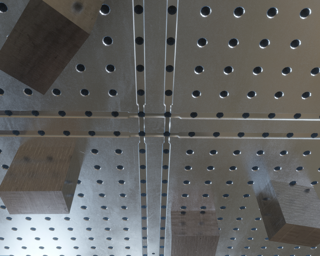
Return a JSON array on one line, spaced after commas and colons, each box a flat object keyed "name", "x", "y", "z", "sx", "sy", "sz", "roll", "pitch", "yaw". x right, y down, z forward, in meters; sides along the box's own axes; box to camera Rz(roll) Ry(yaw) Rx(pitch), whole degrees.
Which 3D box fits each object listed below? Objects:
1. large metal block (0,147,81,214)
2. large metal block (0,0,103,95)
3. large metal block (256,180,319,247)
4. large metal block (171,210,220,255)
[{"name": "large metal block", "x": -0.164, "y": 0.072, "z": 0.435, "sx": 0.081, "sy": 0.080, "sz": 0.050, "roll": 0, "pitch": 130, "yaw": 0}, {"name": "large metal block", "x": -0.103, "y": -0.092, "z": 0.295, "sx": 0.050, "sy": 0.080, "sz": 0.080, "roll": 33, "pitch": 122, "yaw": -25}, {"name": "large metal block", "x": 0.212, "y": 0.136, "z": 0.495, "sx": 0.081, "sy": 0.080, "sz": 0.050, "roll": 12, "pitch": 129, "yaw": -10}, {"name": "large metal block", "x": 0.060, "y": 0.195, "z": 0.562, "sx": 0.081, "sy": 0.050, "sz": 0.079, "roll": 0, "pitch": 130, "yaw": 0}]
